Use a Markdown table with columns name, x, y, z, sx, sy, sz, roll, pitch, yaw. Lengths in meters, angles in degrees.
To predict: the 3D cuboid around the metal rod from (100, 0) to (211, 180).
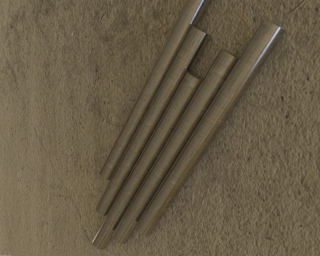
| name | x | y | z | sx | sy | sz | roll | pitch | yaw |
| --- | --- | --- | --- | --- | --- | --- | --- | --- | --- |
| metal rod | -0.012 | -0.049 | 0.414 | 0.025 | 0.025 | 0.298 | 44 | 116 | 31 |

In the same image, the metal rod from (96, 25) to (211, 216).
| name | x | y | z | sx | sy | sz | roll | pitch | yaw |
| --- | --- | --- | --- | --- | --- | --- | --- | --- | --- |
| metal rod | -0.019 | 0.005 | 0.420 | 0.025 | 0.025 | 0.298 | 44 | 116 | 31 |

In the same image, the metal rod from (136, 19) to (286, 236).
| name | x | y | z | sx | sy | sz | roll | pitch | yaw |
| --- | --- | --- | --- | --- | --- | --- | --- | --- | --- |
| metal rod | 0.046 | 0.017 | 0.366 | 0.025 | 0.025 | 0.298 | 44 | 116 | 31 |

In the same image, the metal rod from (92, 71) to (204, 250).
| name | x | y | z | sx | sy | sz | roll | pitch | yaw |
| --- | --- | --- | --- | --- | --- | --- | --- | --- | --- |
| metal rod | -0.025 | 0.058 | 0.425 | 0.025 | 0.025 | 0.298 | 44 | 116 | 31 |

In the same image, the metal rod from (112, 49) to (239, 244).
| name | x | y | z | sx | sy | sz | roll | pitch | yaw |
| --- | --- | --- | --- | --- | --- | --- | --- | --- | --- |
| metal rod | 0.010 | 0.039 | 0.396 | 0.025 | 0.025 | 0.298 | 44 | 116 | 31 |
